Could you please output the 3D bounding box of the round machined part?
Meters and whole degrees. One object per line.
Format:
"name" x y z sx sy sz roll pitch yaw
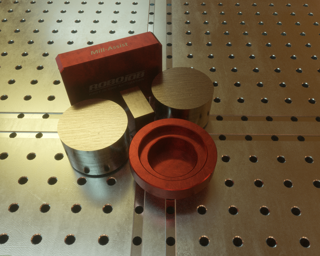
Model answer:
"round machined part" 0.014 0.039 0.359 0.099 0.042 0.098 0 50 0

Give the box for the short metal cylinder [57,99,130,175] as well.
"short metal cylinder" -0.078 0.010 0.377 0.081 0.050 0.080 0 50 0

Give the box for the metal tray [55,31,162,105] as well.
"metal tray" -0.062 -0.070 0.418 0.131 0.090 0.030 -19 53 -15

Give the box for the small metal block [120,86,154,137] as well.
"small metal block" -0.029 -0.017 0.400 0.025 0.050 0.050 -20 53 -16

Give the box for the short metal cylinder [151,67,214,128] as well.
"short metal cylinder" 0.029 -0.037 0.418 0.081 0.050 0.080 0 50 0
